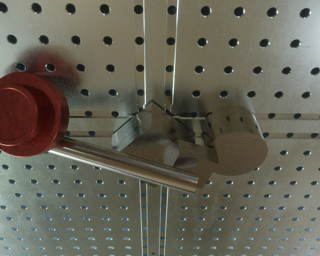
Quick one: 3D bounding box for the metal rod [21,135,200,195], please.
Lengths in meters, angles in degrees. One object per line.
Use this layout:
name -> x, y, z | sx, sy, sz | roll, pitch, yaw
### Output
metal rod -> -0.102, 0.026, 0.375 | 0.301, 0.025, 0.025 | 15, 131, 9

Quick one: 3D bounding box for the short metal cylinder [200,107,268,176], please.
short metal cylinder -> 0.096, 0.019, 0.412 | 0.081, 0.050, 0.079 | 0, 130, 0

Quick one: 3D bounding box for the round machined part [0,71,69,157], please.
round machined part -> -0.158, -0.015, 0.350 | 0.098, 0.042, 0.097 | 0, 92, 10

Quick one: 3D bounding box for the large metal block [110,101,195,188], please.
large metal block -> -0.009, 0.025, 0.413 | 0.080, 0.050, 0.080 | 36, 121, -27

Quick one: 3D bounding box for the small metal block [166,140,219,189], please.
small metal block -> 0.038, 0.046, 0.383 | 0.050, 0.025, 0.050 | 14, 129, -13
